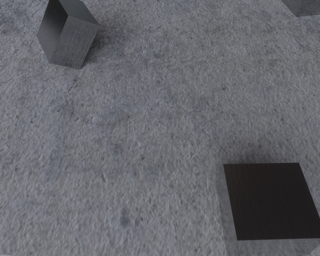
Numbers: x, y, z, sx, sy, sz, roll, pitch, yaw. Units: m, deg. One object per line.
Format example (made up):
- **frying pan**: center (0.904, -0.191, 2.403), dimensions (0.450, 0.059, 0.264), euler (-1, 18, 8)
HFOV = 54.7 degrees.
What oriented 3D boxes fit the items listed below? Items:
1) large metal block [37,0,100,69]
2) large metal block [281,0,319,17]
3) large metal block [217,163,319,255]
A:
- **large metal block**: center (-0.146, -0.151, 0.484), dimensions (0.050, 0.080, 0.080), euler (5, 40, -43)
- **large metal block**: center (0.283, -0.276, 0.603), dimensions (0.050, 0.080, 0.080), euler (-9, 51, -8)
- **large metal block**: center (0.107, 0.084, 0.318), dimensions (0.081, 0.050, 0.080), euler (-1, 50, -1)
